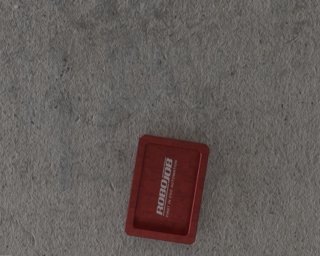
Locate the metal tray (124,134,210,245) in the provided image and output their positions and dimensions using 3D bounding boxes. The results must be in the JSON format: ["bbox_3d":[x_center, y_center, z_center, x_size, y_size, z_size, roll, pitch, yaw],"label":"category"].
[{"bbox_3d":[0.009,0.078,0.407,0.091,0.030,0.129,9,90,0],"label":"metal tray"}]
